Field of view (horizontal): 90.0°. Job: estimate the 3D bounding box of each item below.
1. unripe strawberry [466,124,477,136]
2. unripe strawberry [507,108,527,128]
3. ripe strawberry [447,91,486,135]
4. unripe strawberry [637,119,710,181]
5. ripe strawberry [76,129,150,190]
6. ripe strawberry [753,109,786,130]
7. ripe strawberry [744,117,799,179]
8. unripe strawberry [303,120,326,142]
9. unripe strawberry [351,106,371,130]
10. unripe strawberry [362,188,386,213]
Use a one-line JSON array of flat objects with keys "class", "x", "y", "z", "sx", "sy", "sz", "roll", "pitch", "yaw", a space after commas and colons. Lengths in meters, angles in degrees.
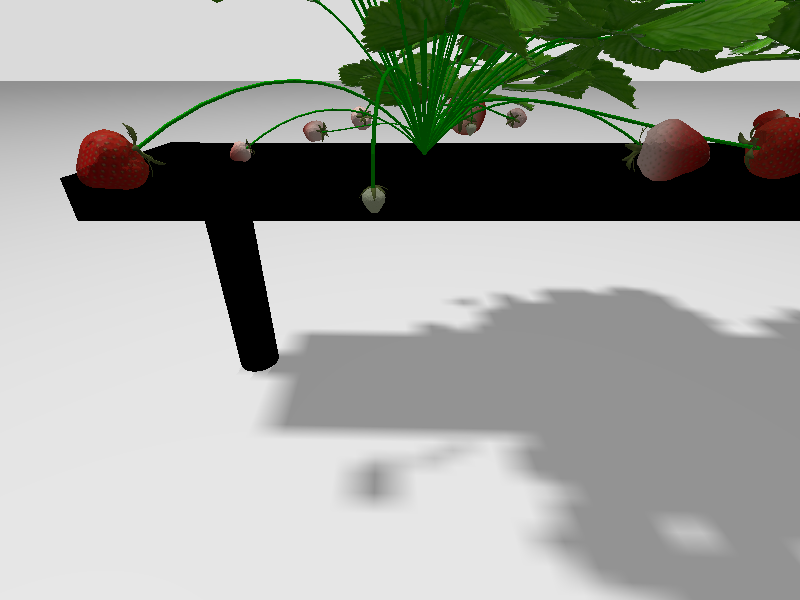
[{"class": "unripe strawberry", "x": 0.074, "y": -0.176, "z": 0.415, "sx": 0.010, "sy": 0.011, "sz": 0.011, "roll": 15, "pitch": 33, "yaw": 25}, {"class": "unripe strawberry", "x": 0.138, "y": -0.215, "z": 0.473, "sx": 0.024, "sy": 0.021, "sz": 0.022, "roll": 20, "pitch": 35, "yaw": 30}, {"class": "ripe strawberry", "x": 0.073, "y": -0.204, "z": 0.435, "sx": 0.042, "sy": 0.044, "sz": 0.046, "roll": 12, "pitch": 32, "yaw": 19}, {"class": "unripe strawberry", "x": 0.172, "y": -0.093, "z": 0.250, "sx": 0.038, "sy": 0.037, "sz": 0.035, "roll": 17, "pitch": 34, "yaw": 25}, {"class": "ripe strawberry", "x": -0.161, "y": -0.075, "z": 0.221, "sx": 0.033, "sy": 0.033, "sz": 0.036, "roll": -35, "pitch": 41, "yaw": -17}, {"class": "ripe strawberry", "x": 0.385, "y": -0.186, "z": 0.419, "sx": 0.022, "sy": 0.025, "sz": 0.024, "roll": -22, "pitch": 36, "yaw": -33}, {"class": "ripe strawberry", "x": 0.251, "y": -0.098, "z": 0.261, "sx": 0.038, "sy": 0.037, "sz": 0.035, "roll": 10, "pitch": 32, "yaw": 15}, {"class": "unripe strawberry", "x": -0.082, "y": -0.162, "z": 0.383, "sx": 0.022, "sy": 0.019, "sz": 0.022, "roll": 16, "pitch": 34, "yaw": 27}, {"class": "unripe strawberry", "x": -0.045, "y": -0.210, "z": 0.464, "sx": 0.024, "sy": 0.025, "sz": 0.026, "roll": -12, "pitch": 16, "yaw": -20}, {"class": "unripe strawberry", "x": -0.012, "y": -0.044, "z": 0.177, "sx": 0.010, "sy": 0.011, "sz": 0.011, "roll": 5, "pitch": 31, "yaw": 9}]
